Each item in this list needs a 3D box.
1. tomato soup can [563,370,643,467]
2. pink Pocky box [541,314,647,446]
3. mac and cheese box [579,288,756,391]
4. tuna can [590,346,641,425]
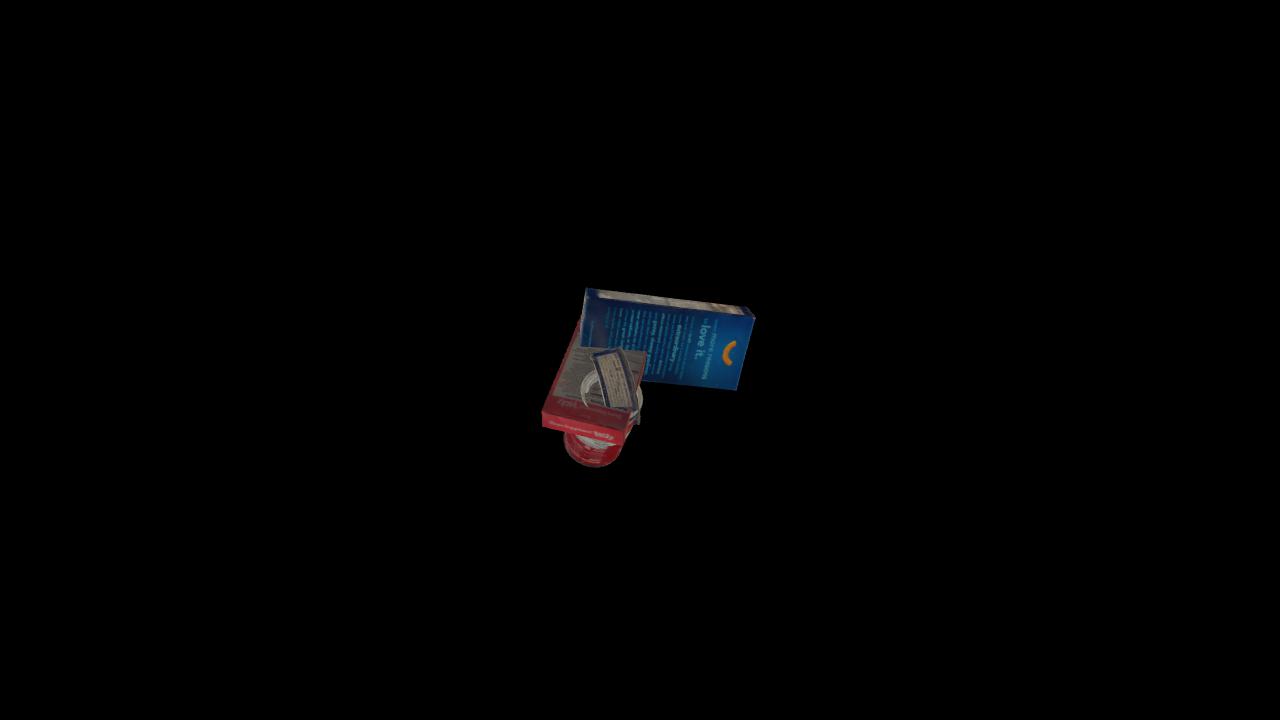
[{"bbox_3d":[-0.040,0.061,0.649,0.068,0.068,0.101,0,-35,-17],"label":"tomato soup can"},{"bbox_3d":[-0.041,0.015,0.644,0.084,0.029,0.155,13,45,3],"label":"pink Pocky box"},{"bbox_3d":[0.025,-0.022,0.677,0.184,0.093,0.041,6,23,-10],"label":"mac and cheese box"},{"bbox_3d":[-0.027,0.030,0.636,0.034,0.084,0.084,-14,2,-9],"label":"tuna can"}]
